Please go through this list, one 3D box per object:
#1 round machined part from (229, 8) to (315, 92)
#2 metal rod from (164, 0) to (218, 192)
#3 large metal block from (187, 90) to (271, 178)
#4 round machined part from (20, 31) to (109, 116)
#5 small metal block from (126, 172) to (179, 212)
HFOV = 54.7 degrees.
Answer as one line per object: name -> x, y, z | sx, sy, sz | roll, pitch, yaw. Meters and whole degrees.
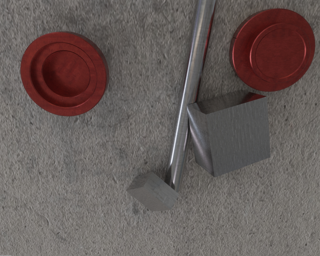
round machined part -> 0.136, -0.090, 0.369 | 0.099, 0.042, 0.097 | 0, 110, 0
metal rod -> 0.039, -0.053, 0.390 | 0.025, 0.025, 0.298 | 8, 110, -3
large metal block -> 0.086, 0.004, 0.385 | 0.081, 0.050, 0.079 | -17, 111, -16
round machined part -> -0.111, -0.067, 0.375 | 0.099, 0.042, 0.097 | 0, 110, 0
small metal block -> -0.011, 0.089, 0.428 | 0.050, 0.025, 0.050 | 42, 147, -14
